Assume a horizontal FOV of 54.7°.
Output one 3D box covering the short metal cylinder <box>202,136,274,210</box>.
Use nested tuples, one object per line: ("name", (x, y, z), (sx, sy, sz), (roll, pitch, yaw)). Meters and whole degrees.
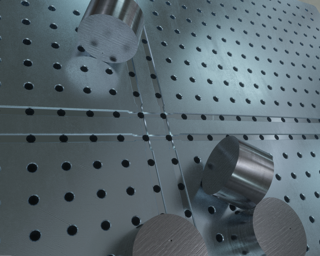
("short metal cylinder", (0.097, 0.056, 0.393), (0.050, 0.080, 0.080), (26, 53, -13))

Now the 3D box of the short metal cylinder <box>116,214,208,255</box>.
("short metal cylinder", (0.001, 0.133, 0.313), (0.081, 0.050, 0.080), (14, 56, -21))

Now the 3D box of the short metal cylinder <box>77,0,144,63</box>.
("short metal cylinder", (-0.065, -0.135, 0.422), (0.080, 0.080, 0.050), (21, 54, -16))

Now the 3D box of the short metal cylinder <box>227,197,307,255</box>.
("short metal cylinder", (0.132, 0.132, 0.384), (0.081, 0.050, 0.080), (14, 56, -21))
